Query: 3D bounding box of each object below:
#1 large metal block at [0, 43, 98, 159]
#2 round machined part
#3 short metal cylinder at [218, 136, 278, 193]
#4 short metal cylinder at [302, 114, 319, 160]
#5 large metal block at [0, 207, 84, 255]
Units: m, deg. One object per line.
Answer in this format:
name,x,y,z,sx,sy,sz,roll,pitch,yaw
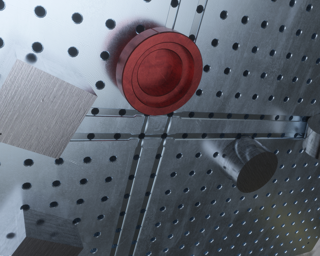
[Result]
large metal block,-0.124,-0.025,0.312,0.080,0.050,0.080,25,104,-37
round machined part,-0.004,-0.067,0.357,0.099,0.042,0.097,-14,124,-21
short metal cylinder,0.145,0.059,0.510,0.081,0.050,0.079,-14,124,-21
short metal cylinder,0.301,0.016,0.550,0.081,0.080,0.050,-17,125,-19
large metal block,-0.162,0.160,0.405,0.080,0.050,0.080,32,101,-38
